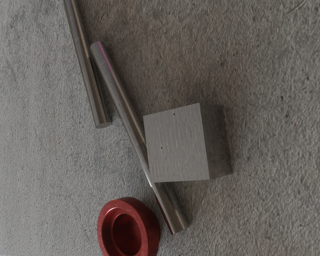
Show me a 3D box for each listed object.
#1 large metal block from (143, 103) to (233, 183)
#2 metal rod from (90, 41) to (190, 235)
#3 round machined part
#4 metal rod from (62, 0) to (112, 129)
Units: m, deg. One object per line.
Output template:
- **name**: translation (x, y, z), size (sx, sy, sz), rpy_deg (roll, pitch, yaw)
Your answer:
- **large metal block**: translation (0.031, 0.019, 0.361), size (0.080, 0.050, 0.080), rpy_deg (-11, 83, 39)
- **metal rod**: translation (-0.036, 0.000, 0.432), size (0.025, 0.025, 0.299), rpy_deg (-39, 66, 33)
- **round machined part**: translation (-0.038, 0.143, 0.423), size (0.098, 0.042, 0.097), rpy_deg (0, 90, 39)
- **metal rod**: translation (-0.129, -0.142, 0.508), size (0.025, 0.025, 0.299), rpy_deg (-28, 73, 36)
